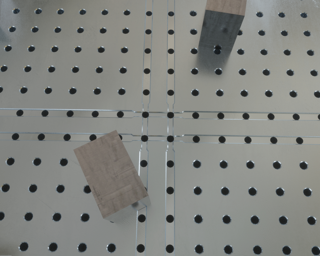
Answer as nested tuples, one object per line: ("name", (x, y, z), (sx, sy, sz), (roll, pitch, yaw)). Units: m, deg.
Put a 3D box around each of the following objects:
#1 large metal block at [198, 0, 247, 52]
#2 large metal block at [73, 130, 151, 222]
("large metal block", (0.091, -0.170, 0.445), (0.050, 0.080, 0.080), (11, 70, 4))
("large metal block", (-0.052, 0.059, 0.361), (0.050, 0.080, 0.080), (-26, 72, -9))
